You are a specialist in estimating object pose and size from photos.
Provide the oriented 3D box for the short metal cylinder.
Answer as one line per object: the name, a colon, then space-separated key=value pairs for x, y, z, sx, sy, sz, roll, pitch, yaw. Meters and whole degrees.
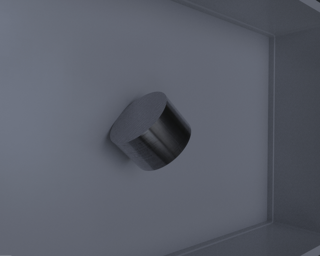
short metal cylinder: x=-0.011 y=0.003 z=0.363 sx=0.050 sy=0.080 sz=0.080 roll=49 pitch=61 yaw=-30
